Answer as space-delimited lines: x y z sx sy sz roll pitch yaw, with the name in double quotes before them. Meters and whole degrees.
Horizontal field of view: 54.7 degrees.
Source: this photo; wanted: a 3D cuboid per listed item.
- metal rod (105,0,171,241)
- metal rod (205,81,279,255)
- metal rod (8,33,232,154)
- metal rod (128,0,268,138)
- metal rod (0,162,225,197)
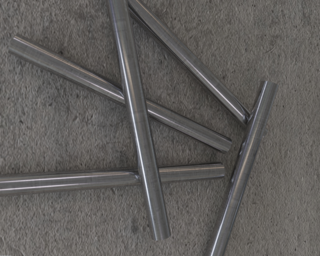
"metal rod" -0.026 -0.013 0.371 0.025 0.025 0.298 -12 94 -20
"metal rod" 0.107 0.081 0.431 0.025 0.025 0.298 18 90 -19
"metal rod" -0.035 -0.035 0.395 0.302 0.025 0.025 25 82 -18
"metal rod" 0.043 -0.087 0.424 0.300 0.025 0.025 42 77 -15
"metal rod" -0.056 0.062 0.388 0.302 0.025 0.025 -1 91 -20
